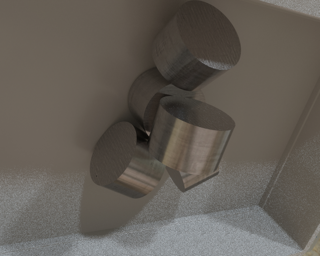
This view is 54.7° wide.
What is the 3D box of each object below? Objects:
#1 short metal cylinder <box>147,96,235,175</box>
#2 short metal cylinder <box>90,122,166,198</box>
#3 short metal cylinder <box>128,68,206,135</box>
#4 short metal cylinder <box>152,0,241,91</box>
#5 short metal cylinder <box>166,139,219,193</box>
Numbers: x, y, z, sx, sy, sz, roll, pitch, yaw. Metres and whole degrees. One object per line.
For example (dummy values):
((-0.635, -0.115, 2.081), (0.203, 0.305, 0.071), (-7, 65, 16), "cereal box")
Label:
((0.032, 0.005, 0.326), (0.081, 0.080, 0.050), (3, 117, -30), "short metal cylinder")
((-0.039, 0.039, 0.373), (0.050, 0.080, 0.080), (33, 100, -38), "short metal cylinder")
((0.008, -0.028, 0.376), (0.081, 0.050, 0.079), (-14, 124, -21), "short metal cylinder")
((0.038, -0.086, 0.330), (0.081, 0.080, 0.050), (4, 159, -30), "short metal cylinder")
((0.035, 0.039, 0.414), (0.050, 0.080, 0.080), (-25, 128, -12), "short metal cylinder")
